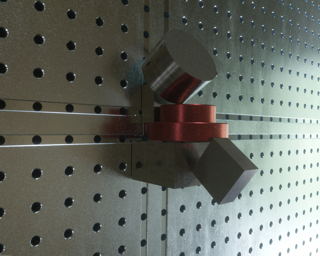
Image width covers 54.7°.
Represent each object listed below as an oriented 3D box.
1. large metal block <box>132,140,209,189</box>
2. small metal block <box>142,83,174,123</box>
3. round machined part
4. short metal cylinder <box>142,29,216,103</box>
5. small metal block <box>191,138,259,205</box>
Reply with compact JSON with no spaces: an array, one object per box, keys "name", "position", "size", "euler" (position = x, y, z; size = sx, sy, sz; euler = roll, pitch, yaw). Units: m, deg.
[{"name":"large metal block","position":[0.021,0.042,0.392],"size":[0.081,0.080,0.050],"euler":[1,90,-40]},{"name":"small metal block","position":[0.004,-0.031,0.413],"size":[0.050,0.025,0.050],"euler":[1,90,-40]},{"name":"round machined part","position":[0.034,-0.006,0.378],"size":[0.099,0.098,0.042],"euler":[1,90,-40]},{"name":"short metal cylinder","position":[0.024,-0.077,0.393],"size":[0.080,0.050,0.080],"euler":[23,47,-27]},{"name":"small metal block","position":[0.068,0.046,0.334],"size":[0.025,0.050,0.050],"euler":[2,127,-41]}]
